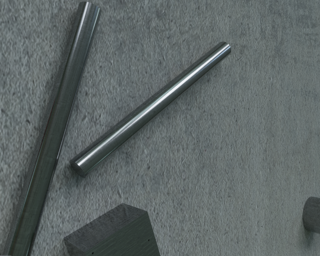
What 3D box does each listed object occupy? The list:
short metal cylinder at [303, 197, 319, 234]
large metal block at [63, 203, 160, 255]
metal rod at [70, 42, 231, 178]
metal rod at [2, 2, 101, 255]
[{"bbox_3d":[0.367,0.200,0.702,0.081,0.050,0.079,0,90,-40],"label":"short metal cylinder"},{"bbox_3d":[-0.049,0.144,0.349,0.081,0.050,0.080,-24,106,-38],"label":"large metal block"},{"bbox_3d":[0.007,-0.041,0.412,0.302,0.025,0.025,-42,116,-32],"label":"metal rod"},{"bbox_3d":[-0.110,0.012,0.313,0.025,0.025,0.299,22,76,-38],"label":"metal rod"}]
